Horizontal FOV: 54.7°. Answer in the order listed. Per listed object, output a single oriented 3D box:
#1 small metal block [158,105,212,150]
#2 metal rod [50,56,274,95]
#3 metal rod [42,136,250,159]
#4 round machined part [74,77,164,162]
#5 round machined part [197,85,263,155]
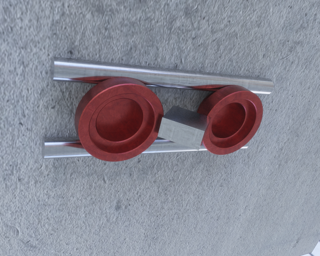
[{"bbox_3d":[0.031,-0.002,0.374,0.050,0.050,0.025,19,115,11],"label":"small metal block"},{"bbox_3d":[0.024,-0.060,0.384,0.303,0.025,0.025,0,119,-29],"label":"metal rod"},{"bbox_3d":[0.001,0.022,0.422,0.303,0.025,0.025,0,119,-29],"label":"metal rod"},{"bbox_3d":[-0.049,-0.013,0.357,0.099,0.042,0.097,-14,124,-21],"label":"round machined part"},{"bbox_3d":[0.090,-0.014,0.431,0.099,0.042,0.097,-14,124,-21],"label":"round machined part"}]
